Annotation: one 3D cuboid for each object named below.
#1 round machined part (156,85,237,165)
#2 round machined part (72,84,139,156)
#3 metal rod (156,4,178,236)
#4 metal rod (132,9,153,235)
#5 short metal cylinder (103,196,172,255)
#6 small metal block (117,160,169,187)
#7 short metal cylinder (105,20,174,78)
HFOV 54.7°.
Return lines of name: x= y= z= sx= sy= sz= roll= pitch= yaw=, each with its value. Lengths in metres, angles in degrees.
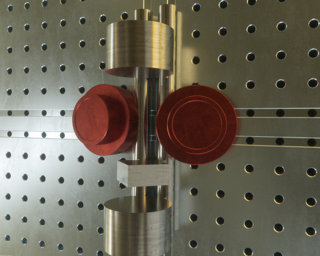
round machined part: x=0.044 y=-0.004 z=0.374 sx=0.099 sy=0.042 sz=0.097 roll=0 pitch=90 yaw=5
round machined part: x=-0.080 y=-0.011 z=0.418 sx=0.098 sy=0.042 sz=0.097 roll=0 pitch=90 yaw=34
metal rod: x=0.009 y=-0.009 z=0.409 sx=0.025 sy=0.025 sz=0.298 roll=1 pitch=90 yaw=20
metal rod: x=-0.025 y=-0.008 z=0.420 sx=0.025 sy=0.025 sz=0.298 roll=1 pitch=90 yaw=20
short metal cylinder: x=-0.026 y=0.115 z=0.370 sx=0.080 sy=0.080 sz=0.050 roll=1 pitch=91 yaw=20
small metal block: x=-0.022 y=0.055 z=0.382 sx=0.050 sy=0.050 sz=0.025 roll=1 pitch=90 yaw=-22
short metal cylinder: x=-0.024 y=-0.090 z=0.368 sx=0.080 sy=0.080 sz=0.050 roll=1 pitch=91 yaw=20
